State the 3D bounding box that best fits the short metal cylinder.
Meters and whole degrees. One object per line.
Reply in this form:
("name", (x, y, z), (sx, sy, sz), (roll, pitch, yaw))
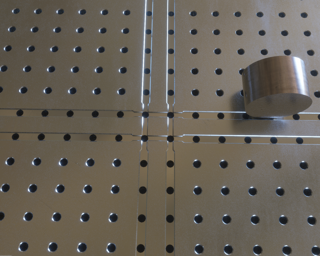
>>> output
("short metal cylinder", (0.149, -0.050, 0.402), (0.080, 0.080, 0.050), (0, 70, 0))
